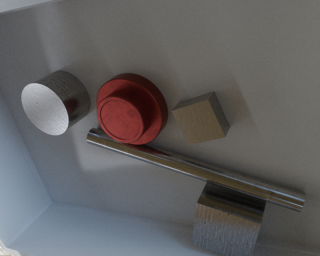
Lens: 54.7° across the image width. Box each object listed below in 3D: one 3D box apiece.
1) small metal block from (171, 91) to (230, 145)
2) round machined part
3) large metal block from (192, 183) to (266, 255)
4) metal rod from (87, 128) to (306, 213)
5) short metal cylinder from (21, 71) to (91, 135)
[{"bbox_3d":[0.050,-0.011,0.375,0.050,0.025,0.050,-16,111,34],"label":"small metal block"},{"bbox_3d":[-0.043,-0.019,0.407,0.098,0.042,0.097,13,124,20],"label":"round machined part"},{"bbox_3d":[0.093,0.126,0.421,0.080,0.050,0.079,15,124,19],"label":"large metal block"},{"bbox_3d":[0.034,0.051,0.420,0.301,0.025,0.025,16,125,18],"label":"metal rod"},{"bbox_3d":[-0.149,-0.036,0.446,0.080,0.050,0.079,13,124,20],"label":"short metal cylinder"}]
